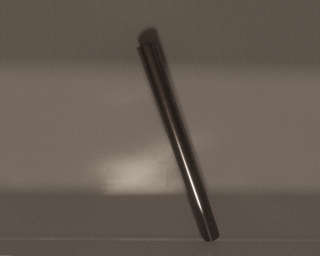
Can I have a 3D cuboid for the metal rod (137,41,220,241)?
[{"bbox_3d":[0.031,0.032,0.423,0.025,0.025,0.298,-18,110,6],"label":"metal rod"}]
